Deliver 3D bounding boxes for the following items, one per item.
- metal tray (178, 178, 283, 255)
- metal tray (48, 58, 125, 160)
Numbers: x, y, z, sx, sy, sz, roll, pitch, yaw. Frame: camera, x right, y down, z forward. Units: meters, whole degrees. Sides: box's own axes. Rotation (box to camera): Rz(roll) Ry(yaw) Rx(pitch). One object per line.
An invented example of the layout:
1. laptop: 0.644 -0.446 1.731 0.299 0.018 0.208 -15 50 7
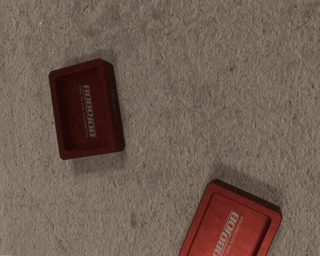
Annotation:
1. metal tray: 0.080 0.139 0.377 0.090 0.030 0.129 23 97 18
2. metal tray: -0.105 -0.024 0.441 0.090 0.030 0.129 -10 87 19
